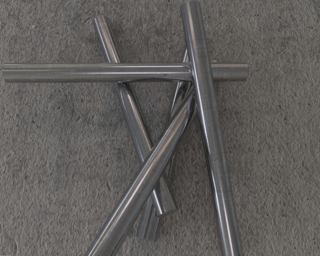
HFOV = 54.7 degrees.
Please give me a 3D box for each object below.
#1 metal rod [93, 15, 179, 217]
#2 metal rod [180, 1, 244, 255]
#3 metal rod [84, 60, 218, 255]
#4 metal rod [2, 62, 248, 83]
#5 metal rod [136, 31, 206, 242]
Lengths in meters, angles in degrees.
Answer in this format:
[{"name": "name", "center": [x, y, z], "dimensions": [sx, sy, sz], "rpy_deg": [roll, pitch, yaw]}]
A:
[{"name": "metal rod", "center": [-0.040, -0.033, 0.404], "dimensions": [0.025, 0.025, 0.299], "rpy_deg": [-18, 65, -7]}, {"name": "metal rod", "center": [0.060, 0.000, 0.365], "dimensions": [0.025, 0.025, 0.298], "rpy_deg": [-9, 87, -3]}, {"name": "metal rod", "center": [0.009, 0.017, 0.357], "dimensions": [0.025, 0.025, 0.301], "rpy_deg": [27, 55, 9]}, {"name": "metal rod", "center": [-0.041, -0.070, 0.393], "dimensions": [0.302, 0.025, 0.025], "rpy_deg": [-1, 70, -1]}, {"name": "metal rod", "center": [0.020, -0.007, 0.410], "dimensions": [0.025, 0.025, 0.299], "rpy_deg": [13, 70, 5]}]
